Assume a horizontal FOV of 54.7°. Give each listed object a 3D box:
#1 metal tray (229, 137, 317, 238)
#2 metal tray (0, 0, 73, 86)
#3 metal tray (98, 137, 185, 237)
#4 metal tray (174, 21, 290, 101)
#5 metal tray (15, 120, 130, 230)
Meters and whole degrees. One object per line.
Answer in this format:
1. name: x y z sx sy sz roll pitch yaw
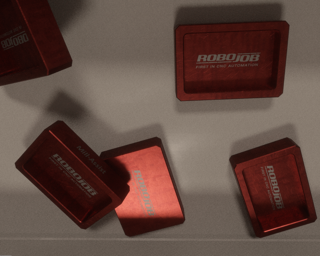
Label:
1. metal tray: 0.162 0.087 0.443 0.090 0.030 0.129 -20 109 6
2. metal tray: -0.157 -0.096 0.330 0.130 0.030 0.090 0 117 42
3. metal tray: -0.025 0.086 0.440 0.090 0.030 0.129 -16 110 5
4. metal tray: 0.084 -0.082 0.379 0.131 0.030 0.089 -2 110 0
5. metal tray: -0.116 0.064 0.408 0.130 0.030 0.090 46 119 -7
